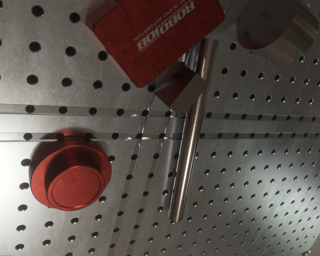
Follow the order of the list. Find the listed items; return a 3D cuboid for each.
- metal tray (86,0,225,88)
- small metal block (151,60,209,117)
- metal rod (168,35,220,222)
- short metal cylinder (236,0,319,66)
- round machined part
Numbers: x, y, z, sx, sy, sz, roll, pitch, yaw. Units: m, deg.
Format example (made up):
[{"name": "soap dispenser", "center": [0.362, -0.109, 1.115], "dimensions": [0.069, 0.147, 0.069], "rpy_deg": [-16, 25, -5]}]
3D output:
[{"name": "metal tray", "center": [-0.001, -0.117, 0.336], "dimensions": [0.130, 0.030, 0.090], "rpy_deg": [-40, 130, -1]}, {"name": "small metal block", "center": [0.024, -0.049, 0.379], "dimensions": [0.025, 0.050, 0.050], "rpy_deg": [33, 100, -39]}, {"name": "metal rod", "center": [0.043, 0.019, 0.448], "dimensions": [0.025, 0.025, 0.298], "rpy_deg": [-7, 122, -25]}, {"name": "short metal cylinder", "center": [0.142, -0.123, 0.379], "dimensions": [0.050, 0.080, 0.080], "rpy_deg": [19, 108, -36]}, {"name": "round machined part", "center": [-0.107, 0.063, 0.382], "dimensions": [0.099, 0.042, 0.097], "rpy_deg": [-14, 124, -21]}]
